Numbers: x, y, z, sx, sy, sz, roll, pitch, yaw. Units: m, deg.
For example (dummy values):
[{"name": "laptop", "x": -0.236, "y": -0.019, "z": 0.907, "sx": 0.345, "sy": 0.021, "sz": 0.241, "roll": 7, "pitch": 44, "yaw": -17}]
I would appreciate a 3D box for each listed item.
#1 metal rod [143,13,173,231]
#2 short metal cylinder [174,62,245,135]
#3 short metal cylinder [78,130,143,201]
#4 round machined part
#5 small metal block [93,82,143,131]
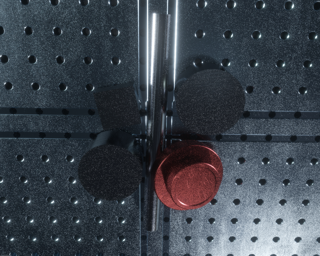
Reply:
[{"name": "metal rod", "x": -0.005, "y": 0.007, "z": 0.411, "sx": 0.025, "sy": 0.025, "sz": 0.298, "roll": 3, "pitch": 110, "yaw": -1}, {"name": "short metal cylinder", "x": 0.059, "y": -0.037, "z": 0.382, "sx": 0.081, "sy": 0.050, "sz": 0.079, "roll": 0, "pitch": 110, "yaw": 0}, {"name": "short metal cylinder", "x": -0.063, "y": 0.049, "z": 0.413, "sx": 0.081, "sy": 0.050, "sz": 0.079, "roll": 0, "pitch": 110, "yaw": 0}, {"name": "round machined part", "x": 0.040, "y": 0.069, "z": 0.413, "sx": 0.099, "sy": 0.042, "sz": 0.097, "roll": -6, "pitch": 110, "yaw": -15}, {"name": "small metal block", "x": -0.053, "y": -0.028, "z": 0.398, "sx": 0.050, "sy": 0.025, "sz": 0.050, "roll": -11, "pitch": 110, "yaw": 3}]
